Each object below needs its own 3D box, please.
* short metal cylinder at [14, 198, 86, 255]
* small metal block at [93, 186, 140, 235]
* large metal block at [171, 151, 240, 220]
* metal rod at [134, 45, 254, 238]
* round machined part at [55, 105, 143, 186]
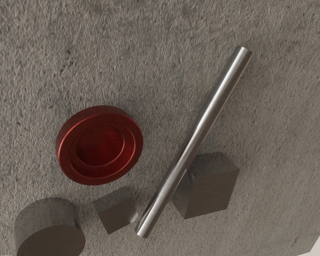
[{"bbox_3d":[-0.142,0.137,0.399,0.081,0.050,0.079,-14,125,-21],"label":"short metal cylinder"},{"bbox_3d":[-0.063,0.119,0.448,0.050,0.025,0.050,-24,128,-14],"label":"small metal block"},{"bbox_3d":[0.068,0.088,0.484,0.081,0.050,0.079,-5,121,-26],"label":"large metal block"},{"bbox_3d":[0.043,0.027,0.434,0.025,0.025,0.298,20,103,-36],"label":"metal rod"},{"bbox_3d":[-0.073,0.017,0.367,0.099,0.042,0.097,-14,125,-21],"label":"round machined part"}]
